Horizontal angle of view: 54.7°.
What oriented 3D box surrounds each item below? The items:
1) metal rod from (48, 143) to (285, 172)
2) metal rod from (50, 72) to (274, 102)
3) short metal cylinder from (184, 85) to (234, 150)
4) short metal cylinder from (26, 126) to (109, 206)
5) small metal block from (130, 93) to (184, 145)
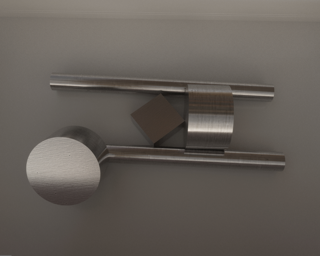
[{"bbox_3d":[0.004,0.035,0.395,0.302,0.025,0.025,3,70,0],"label":"metal rod"},{"bbox_3d":[0.003,-0.056,0.428,0.302,0.025,0.025,3,70,0],"label":"metal rod"},{"bbox_3d":[0.057,-0.014,0.385,0.050,0.080,0.080,2,70,0],"label":"short metal cylinder"},{"bbox_3d":[-0.104,0.042,0.360,0.081,0.050,0.079,0,104,1],"label":"short metal cylinder"},{"bbox_3d":[-0.003,-0.009,0.411,0.050,0.025,0.050,-36,74,-13],"label":"small metal block"}]
